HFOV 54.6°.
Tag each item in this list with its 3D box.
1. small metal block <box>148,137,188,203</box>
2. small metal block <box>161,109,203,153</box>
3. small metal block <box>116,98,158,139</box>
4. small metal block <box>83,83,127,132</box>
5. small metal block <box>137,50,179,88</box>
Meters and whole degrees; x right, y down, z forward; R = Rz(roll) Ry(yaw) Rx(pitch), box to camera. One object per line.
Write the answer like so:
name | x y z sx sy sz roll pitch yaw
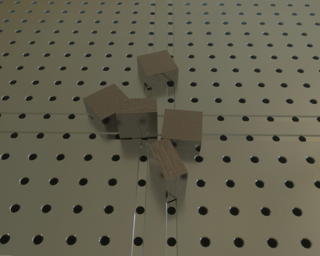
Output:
small metal block | 0.008 0.048 0.352 0.025 0.050 0.050 -18 52 -14
small metal block | 0.029 0.003 0.405 0.050 0.025 0.050 5 50 4
small metal block | -0.029 -0.012 0.402 0.050 0.050 0.025 -2 50 -2
small metal block | -0.071 -0.029 0.432 0.050 0.025 0.050 -30 56 -23
small metal block | -0.004 -0.093 0.486 0.050 0.025 0.050 -16 52 -13
